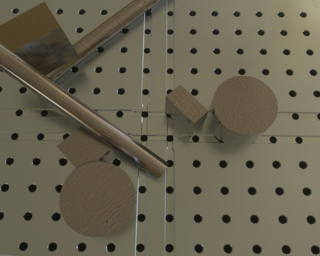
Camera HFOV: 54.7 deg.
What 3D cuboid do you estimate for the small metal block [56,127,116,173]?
[{"bbox_3d":[-0.095,0.028,0.401,0.050,0.025,0.050,-43,76,-14],"label":"small metal block"}]

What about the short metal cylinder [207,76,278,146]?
[{"bbox_3d":[0.106,-0.021,0.407,0.081,0.050,0.080,0,70,0],"label":"short metal cylinder"}]

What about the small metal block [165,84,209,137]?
[{"bbox_3d":[0.034,-0.022,0.406,0.025,0.050,0.050,-42,75,-13],"label":"small metal block"}]

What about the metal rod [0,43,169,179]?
[{"bbox_3d":[-0.117,-0.033,0.373,0.301,0.025,0.025,36,73,-8],"label":"metal rod"}]

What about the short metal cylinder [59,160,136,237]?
[{"bbox_3d":[-0.072,0.078,0.356,0.081,0.050,0.080,1,86,-14],"label":"short metal cylinder"}]

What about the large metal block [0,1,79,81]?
[{"bbox_3d":[-0.170,-0.116,0.423,0.080,0.050,0.080,-32,52,-6],"label":"large metal block"}]

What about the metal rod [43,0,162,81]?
[{"bbox_3d":[-0.062,-0.162,0.470,0.301,0.025,0.025,-42,75,-14],"label":"metal rod"}]
